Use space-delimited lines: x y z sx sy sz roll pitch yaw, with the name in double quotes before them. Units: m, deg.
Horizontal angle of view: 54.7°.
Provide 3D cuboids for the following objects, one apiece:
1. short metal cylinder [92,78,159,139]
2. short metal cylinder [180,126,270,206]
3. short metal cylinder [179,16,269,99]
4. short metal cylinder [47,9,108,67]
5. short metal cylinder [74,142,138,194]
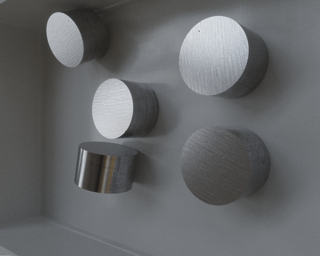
"short metal cylinder" -0.048 -0.026 0.428 0.080 0.050 0.079 0 90 39
"short metal cylinder" 0.069 0.038 0.332 0.080 0.050 0.079 0 90 39
"short metal cylinder" 0.068 -0.073 0.333 0.080 0.050 0.079 0 90 39
"short metal cylinder" -0.126 -0.138 0.474 0.080 0.050 0.079 19 124 30
"short metal cylinder" -0.075 0.053 0.430 0.080 0.081 0.050 16 100 38
